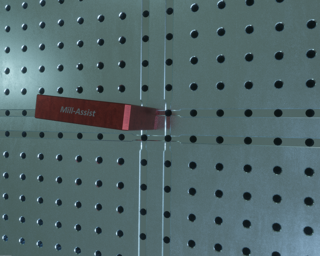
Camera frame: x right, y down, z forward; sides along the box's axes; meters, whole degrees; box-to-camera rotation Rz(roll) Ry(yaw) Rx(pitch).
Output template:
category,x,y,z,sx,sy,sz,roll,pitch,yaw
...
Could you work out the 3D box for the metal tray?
category,x,y,z,sx,sy,sz,roll,pitch,yaw
metal tray,-0.081,-0.020,0.405,0.130,0.090,0.030,8,93,19
